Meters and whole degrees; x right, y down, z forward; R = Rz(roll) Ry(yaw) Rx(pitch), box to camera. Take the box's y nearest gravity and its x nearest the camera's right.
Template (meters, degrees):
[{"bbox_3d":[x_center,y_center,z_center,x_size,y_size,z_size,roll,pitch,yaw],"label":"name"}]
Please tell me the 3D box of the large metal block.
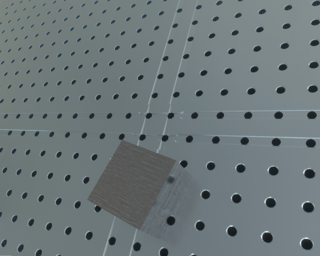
[{"bbox_3d":[-0.022,0.070,0.360,0.080,0.050,0.080,18,71,34],"label":"large metal block"}]
